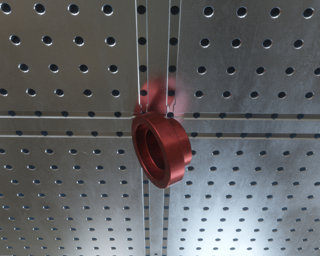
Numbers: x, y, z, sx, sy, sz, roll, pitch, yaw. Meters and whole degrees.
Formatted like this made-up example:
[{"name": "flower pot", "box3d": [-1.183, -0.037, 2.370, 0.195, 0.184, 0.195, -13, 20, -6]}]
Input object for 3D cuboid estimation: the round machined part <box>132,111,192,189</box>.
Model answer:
[{"name": "round machined part", "box3d": [0.005, 0.025, 0.397, 0.042, 0.098, 0.097, -19, 136, -25]}]
